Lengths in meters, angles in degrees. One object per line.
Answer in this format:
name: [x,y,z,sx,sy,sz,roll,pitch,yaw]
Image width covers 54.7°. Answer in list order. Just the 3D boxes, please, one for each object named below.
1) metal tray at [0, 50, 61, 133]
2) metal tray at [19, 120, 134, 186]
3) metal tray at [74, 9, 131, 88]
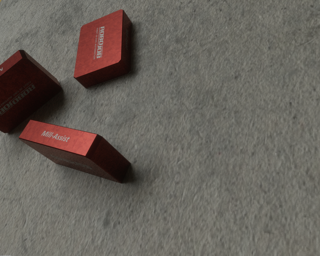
metal tray: [-0.248,-0.058,0.525,0.130,0.090,0.030,-39,51,2]
metal tray: [-0.111,0.033,0.414,0.130,0.090,0.030,10,64,31]
metal tray: [-0.097,-0.138,0.534,0.090,0.030,0.130,-15,55,19]
